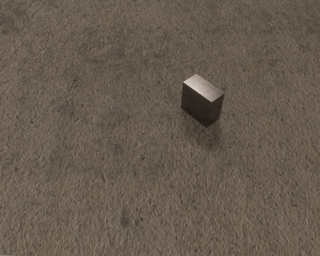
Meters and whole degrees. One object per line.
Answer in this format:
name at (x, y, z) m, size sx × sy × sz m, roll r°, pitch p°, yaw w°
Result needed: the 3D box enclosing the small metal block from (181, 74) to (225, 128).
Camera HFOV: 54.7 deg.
small metal block at (0.056, -0.037, 0.419) m, size 0.025 × 0.050 × 0.050 m, roll -35°, pitch 58°, yaw -25°
